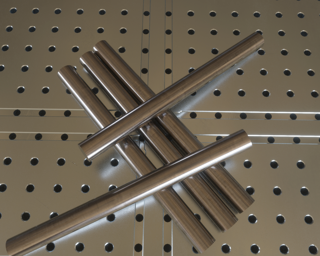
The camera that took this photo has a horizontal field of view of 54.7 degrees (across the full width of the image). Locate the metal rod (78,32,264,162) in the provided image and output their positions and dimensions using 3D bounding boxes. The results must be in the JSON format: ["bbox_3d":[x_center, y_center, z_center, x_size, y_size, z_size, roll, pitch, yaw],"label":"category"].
[{"bbox_3d":[0.029,-0.051,0.409,0.302,0.025,0.025,-34,74,-20],"label":"metal rod"}]

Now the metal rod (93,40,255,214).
[{"bbox_3d":[0.009,-0.011,0.416,0.025,0.025,0.300,-39,75,-13],"label":"metal rod"}]

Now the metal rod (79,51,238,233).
[{"bbox_3d":[-0.011,0.008,0.408,0.025,0.025,0.300,-37,75,-13],"label":"metal rod"}]

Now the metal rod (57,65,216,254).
[{"bbox_3d":[-0.039,0.030,0.400,0.025,0.025,0.300,-37,75,-13],"label":"metal rod"}]

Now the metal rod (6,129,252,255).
[{"bbox_3d":[-0.035,0.076,0.361,0.301,0.025,0.025,-25,72,-1],"label":"metal rod"}]
